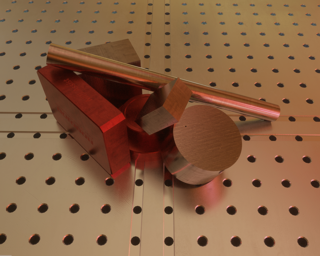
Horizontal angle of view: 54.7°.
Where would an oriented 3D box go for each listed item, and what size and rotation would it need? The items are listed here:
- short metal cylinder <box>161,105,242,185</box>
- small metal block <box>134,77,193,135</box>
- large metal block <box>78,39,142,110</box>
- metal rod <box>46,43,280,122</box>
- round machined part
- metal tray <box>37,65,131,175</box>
[{"bbox_3d":[0.047,0.020,0.360,0.081,0.050,0.080,7,62,-13],"label":"short metal cylinder"},{"bbox_3d":[0.004,-0.024,0.355,0.025,0.050,0.050,44,49,-20],"label":"small metal block"},{"bbox_3d":[-0.071,-0.067,0.425,0.081,0.080,0.050,-17,52,-14],"label":"large metal block"},{"bbox_3d":[0.017,-0.052,0.390,0.302,0.025,0.025,13,48,-15],"label":"metal rod"},{"bbox_3d":[-0.016,-0.007,0.406,0.099,0.042,0.098,0,50,0],"label":"round machined part"},{"bbox_3d":[-0.091,-0.013,0.374,0.030,0.089,0.130,-36,59,-26],"label":"metal tray"}]
